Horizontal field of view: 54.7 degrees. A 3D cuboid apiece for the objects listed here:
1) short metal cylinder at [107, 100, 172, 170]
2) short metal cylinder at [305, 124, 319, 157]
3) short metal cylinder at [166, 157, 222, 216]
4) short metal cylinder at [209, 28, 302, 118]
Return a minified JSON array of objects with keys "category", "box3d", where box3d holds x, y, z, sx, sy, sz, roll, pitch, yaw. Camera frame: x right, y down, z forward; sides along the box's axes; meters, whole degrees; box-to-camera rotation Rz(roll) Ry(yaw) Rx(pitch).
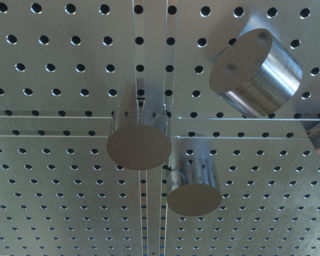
[{"category":"short metal cylinder","box3d":[-0.026,0.010,0.403,0.081,0.050,0.079,0,130,0]},{"category":"short metal cylinder","box3d":[0.234,0.027,0.403,0.050,0.080,0.080,-30,124,22]},{"category":"short metal cylinder","box3d":[0.050,0.091,0.474,0.081,0.050,0.079,0,130,0]},{"category":"short metal cylinder","box3d":[0.099,-0.057,0.329,0.050,0.080,0.080,34,122,-25]}]
